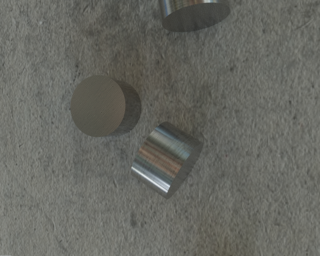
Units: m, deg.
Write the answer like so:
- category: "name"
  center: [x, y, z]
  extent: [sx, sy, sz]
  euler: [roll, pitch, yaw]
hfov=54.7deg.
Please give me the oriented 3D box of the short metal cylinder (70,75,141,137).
- category: "short metal cylinder"
  center: [-0.072, -0.028, 0.420]
  extent: [0.080, 0.050, 0.079]
  euler: [0, 90, 19]

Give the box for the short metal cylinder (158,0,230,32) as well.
- category: "short metal cylinder"
  center: [0.038, -0.153, 0.366]
  extent: [0.080, 0.080, 0.050]
  euler: [-10, 87, 19]

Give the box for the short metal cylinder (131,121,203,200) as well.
- category: "short metal cylinder"
  center: [0.010, 0.039, 0.376]
  extent: [0.050, 0.080, 0.080]
  euler: [32, 100, 17]
